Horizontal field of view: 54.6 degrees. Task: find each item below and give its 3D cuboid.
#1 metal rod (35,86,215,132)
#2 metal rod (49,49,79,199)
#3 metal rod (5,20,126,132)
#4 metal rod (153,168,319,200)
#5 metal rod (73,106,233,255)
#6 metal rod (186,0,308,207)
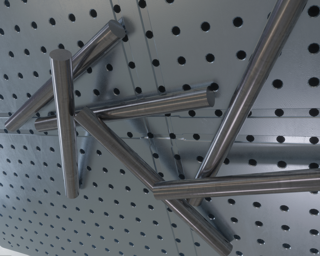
[{"bbox_3d":[-0.069,-0.021,0.435,0.300,0.025,0.025,-7,115,31],"label":"metal rod"},{"bbox_3d":[-0.138,0.017,0.466,0.025,0.025,0.298,25,137,12],"label":"metal rod"},{"bbox_3d":[-0.156,-0.061,0.456,0.299,0.025,0.025,-28,103,37],"label":"metal rod"},{"bbox_3d":[0.131,0.064,0.360,0.300,0.025,0.025,-9,114,25],"label":"metal rod"},{"bbox_3d":[-0.003,0.082,0.446,0.300,0.025,0.025,45,129,-10],"label":"metal rod"},{"bbox_3d":[0.085,-0.010,0.359,0.025,0.025,0.298,26,128,12],"label":"metal rod"}]
